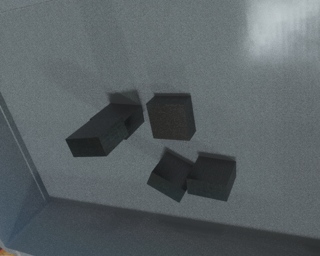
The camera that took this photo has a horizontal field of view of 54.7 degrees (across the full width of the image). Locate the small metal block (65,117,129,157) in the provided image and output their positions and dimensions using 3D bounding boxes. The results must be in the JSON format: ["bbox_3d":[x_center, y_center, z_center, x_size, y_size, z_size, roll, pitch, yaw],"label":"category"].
[{"bbox_3d":[-0.075,0.010,0.372,0.050,0.050,0.025,-4,116,30],"label":"small metal block"}]

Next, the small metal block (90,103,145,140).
[{"bbox_3d":[-0.056,-0.010,0.414,0.050,0.050,0.025,6,121,25],"label":"small metal block"}]

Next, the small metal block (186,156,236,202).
[{"bbox_3d":[0.067,0.063,0.396,0.050,0.050,0.025,7,121,24],"label":"small metal block"}]

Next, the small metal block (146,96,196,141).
[{"bbox_3d":[0.015,-0.013,0.392,0.050,0.025,0.050,3,120,26],"label":"small metal block"}]

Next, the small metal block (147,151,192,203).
[{"bbox_3d":[0.018,0.066,0.423,0.050,0.050,0.025,29,128,9],"label":"small metal block"}]
